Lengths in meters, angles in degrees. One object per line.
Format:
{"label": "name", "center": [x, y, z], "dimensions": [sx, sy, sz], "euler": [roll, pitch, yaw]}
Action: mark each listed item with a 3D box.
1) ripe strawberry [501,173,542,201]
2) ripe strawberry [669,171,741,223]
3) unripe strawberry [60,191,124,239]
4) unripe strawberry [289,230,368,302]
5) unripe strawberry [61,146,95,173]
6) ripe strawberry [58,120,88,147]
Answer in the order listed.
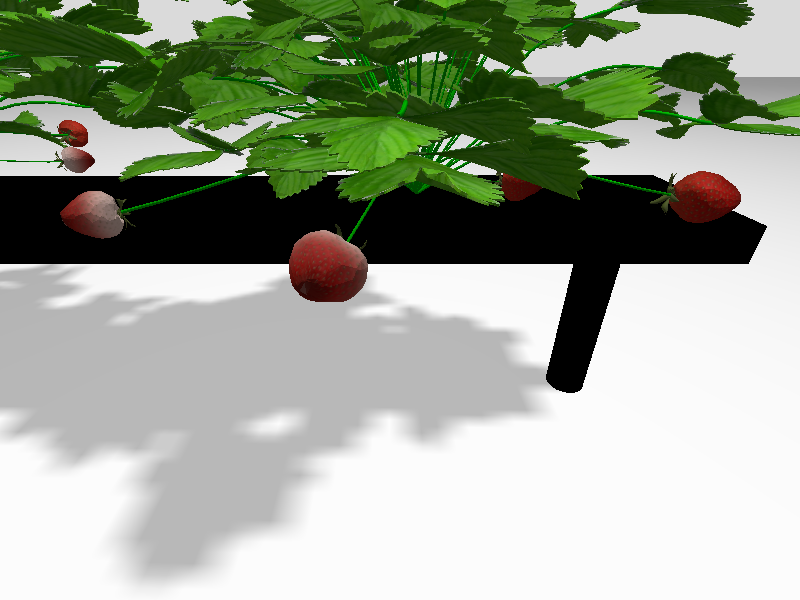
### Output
{"label": "ripe strawberry", "center": [0.101, -0.098, 0.330], "dimensions": [0.034, 0.033, 0.032], "euler": [6, 31, 9]}
{"label": "ripe strawberry", "center": [0.212, -0.072, 0.279], "dimensions": [0.040, 0.035, 0.040], "euler": [11, 33, 17]}
{"label": "unripe strawberry", "center": [-0.198, -0.054, 0.258], "dimensions": [0.032, 0.031, 0.030], "euler": [-14, 34, -21]}
{"label": "unripe strawberry", "center": [-0.035, -0.014, 0.185], "dimensions": [0.037, 0.032, 0.037], "euler": [8, 32, 13]}
{"label": "unripe strawberry", "center": [-0.334, -0.146, 0.417], "dimensions": [0.027, 0.026, 0.025], "euler": [-22, 37, -34]}
{"label": "ripe strawberry", "center": [-0.442, -0.227, 0.546], "dimensions": [0.033, 0.035, 0.036], "euler": [-1, 30, -1]}
